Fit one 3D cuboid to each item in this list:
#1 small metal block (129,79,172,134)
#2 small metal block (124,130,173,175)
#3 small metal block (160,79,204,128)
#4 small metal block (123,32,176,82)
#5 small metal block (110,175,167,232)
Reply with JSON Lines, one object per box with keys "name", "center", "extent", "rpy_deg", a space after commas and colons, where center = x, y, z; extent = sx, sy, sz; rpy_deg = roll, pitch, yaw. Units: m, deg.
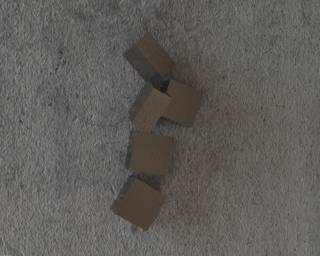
{"name": "small metal block", "center": [-0.014, -0.028, 0.383], "extent": [0.025, 0.050, 0.050], "rpy_deg": [29, 103, -18]}
{"name": "small metal block", "center": [-0.015, 0.032, 0.403], "extent": [0.050, 0.025, 0.050], "rpy_deg": [11, 86, -20]}
{"name": "small metal block", "center": [0.024, -0.032, 0.418], "extent": [0.050, 0.025, 0.050], "rpy_deg": [20, 83, -19]}
{"name": "small metal block", "center": [-0.014, -0.086, 0.389], "extent": [0.025, 0.050, 0.050], "rpy_deg": [-46, 104, -17]}
{"name": "small metal block", "center": [-0.027, 0.096, 0.399], "extent": [0.050, 0.025, 0.050], "rpy_deg": [35, 79, -17]}
